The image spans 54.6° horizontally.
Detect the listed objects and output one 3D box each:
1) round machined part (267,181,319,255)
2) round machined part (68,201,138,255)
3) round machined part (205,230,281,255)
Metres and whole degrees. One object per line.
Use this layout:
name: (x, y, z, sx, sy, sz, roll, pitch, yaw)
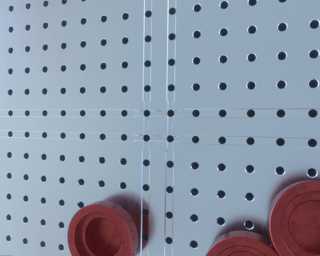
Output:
round machined part: (0.167, 0.107, 0.337, 0.098, 0.042, 0.098, -2, 81, 11)
round machined part: (-0.075, 0.150, 0.431, 0.098, 0.042, 0.097, 0, 90, 20)
round machined part: (0.102, 0.170, 0.368, 0.098, 0.042, 0.097, 0, 90, 20)
